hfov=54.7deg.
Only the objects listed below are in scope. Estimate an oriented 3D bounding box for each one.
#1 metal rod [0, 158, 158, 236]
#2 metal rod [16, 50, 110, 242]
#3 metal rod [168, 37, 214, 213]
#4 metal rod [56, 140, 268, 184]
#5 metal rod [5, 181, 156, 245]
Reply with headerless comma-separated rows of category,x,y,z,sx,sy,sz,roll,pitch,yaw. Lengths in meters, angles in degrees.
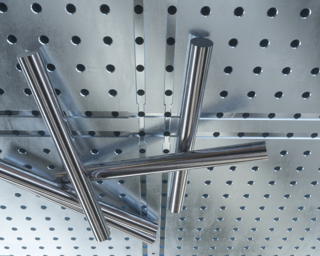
metal rod,-0.115,0.116,0.484,0.025,0.025,0.301,-36,130,26
metal rod,-0.118,0.044,0.415,0.025,0.025,0.298,-8,120,6
metal rod,0.036,0.021,0.429,0.025,0.025,0.298,2,130,-3
metal rod,-0.009,0.051,0.429,0.301,0.025,0.025,-9,130,17
metal rod,-0.128,0.135,0.524,0.301,0.025,0.025,34,122,-26
